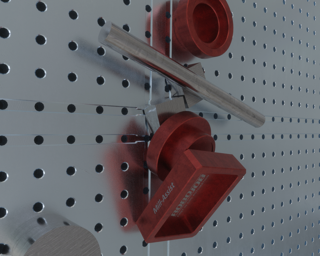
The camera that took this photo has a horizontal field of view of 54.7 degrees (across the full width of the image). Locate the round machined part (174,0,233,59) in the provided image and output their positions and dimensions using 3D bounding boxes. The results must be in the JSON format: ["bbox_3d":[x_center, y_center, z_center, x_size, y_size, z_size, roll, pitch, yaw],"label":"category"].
[{"bbox_3d":[0.059,-0.149,0.447,0.099,0.042,0.097,0,90,-40],"label":"round machined part"}]

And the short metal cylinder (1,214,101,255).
[{"bbox_3d":[-0.106,0.130,0.304,0.081,0.050,0.080,0,90,-40],"label":"short metal cylinder"}]

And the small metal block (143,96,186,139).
[{"bbox_3d":[0.010,-0.012,0.417,0.050,0.025,0.050,-21,103,-38],"label":"small metal block"}]

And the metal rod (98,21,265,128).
[{"bbox_3d":[0.052,-0.057,0.419,0.302,0.025,0.025,22,76,-38],"label":"metal rod"}]

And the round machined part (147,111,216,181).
[{"bbox_3d":[0.034,0.030,0.402,0.099,0.042,0.097,-26,132,-32],"label":"round machined part"}]

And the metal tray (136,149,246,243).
[{"bbox_3d":[0.038,0.088,0.390,0.091,0.030,0.129,10,121,-40],"label":"metal tray"}]

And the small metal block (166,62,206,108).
[{"bbox_3d":[0.041,-0.060,0.443,0.050,0.025,0.050,-32,110,-35],"label":"small metal block"}]
